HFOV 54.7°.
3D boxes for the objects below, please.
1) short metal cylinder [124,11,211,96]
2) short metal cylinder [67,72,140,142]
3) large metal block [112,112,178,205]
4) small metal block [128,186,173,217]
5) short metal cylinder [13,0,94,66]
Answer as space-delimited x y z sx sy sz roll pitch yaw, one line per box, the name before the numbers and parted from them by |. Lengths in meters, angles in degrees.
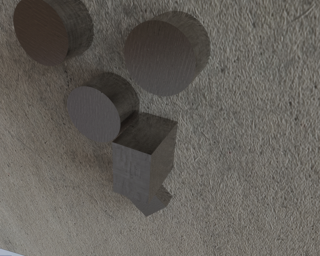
short metal cylinder | 0.009 -0.081 0.336 0.080 0.050 0.079 13 124 21
short metal cylinder | -0.075 -0.028 0.413 0.080 0.050 0.079 13 124 21
large metal block | -0.018 0.037 0.404 0.050 0.080 0.079 17 125 18
small metal block | -0.018 0.105 0.481 0.050 0.025 0.050 48 129 -6
short metal cylinder | -0.130 -0.123 0.383 0.080 0.050 0.079 13 124 21
